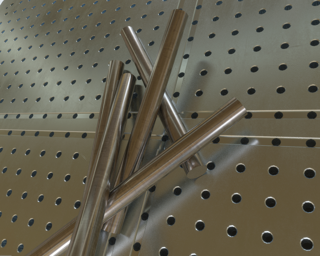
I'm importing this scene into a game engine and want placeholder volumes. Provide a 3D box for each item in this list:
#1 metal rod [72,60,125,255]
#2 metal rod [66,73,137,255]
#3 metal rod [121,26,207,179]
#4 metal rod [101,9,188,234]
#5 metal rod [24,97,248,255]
[{"bbox_3d":[-0.081,0.027,0.432,0.025,0.025,0.299,-9,58,23],"label":"metal rod"},{"bbox_3d":[-0.062,0.029,0.371,0.025,0.025,0.300,-15,40,20],"label":"metal rod"},{"bbox_3d":[-0.007,-0.057,0.445,0.025,0.025,0.300,-31,52,8],"label":"metal rod"},{"bbox_3d":[-0.016,-0.018,0.397,0.025,0.025,0.299,9,75,32],"label":"metal rod"},{"bbox_3d":[-0.030,0.067,0.346,0.300,0.025,0.025,-37,51,1],"label":"metal rod"}]
